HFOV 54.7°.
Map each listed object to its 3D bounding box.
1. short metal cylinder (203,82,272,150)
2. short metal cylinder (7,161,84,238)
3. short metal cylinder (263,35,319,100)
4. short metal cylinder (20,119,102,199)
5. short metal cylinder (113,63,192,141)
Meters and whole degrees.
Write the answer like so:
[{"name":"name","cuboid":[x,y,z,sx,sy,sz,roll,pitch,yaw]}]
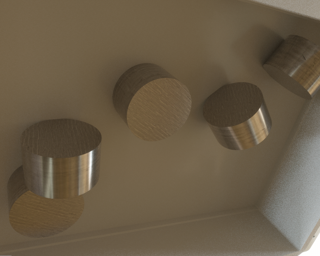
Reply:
[{"name":"short metal cylinder","cuboid":[0.106,-0.017,0.423,0.080,0.080,0.050,-38,130,-3]},{"name":"short metal cylinder","cuboid":[-0.137,0.083,0.370,0.081,0.050,0.079,-14,125,-21]},{"name":"short metal cylinder","cuboid":[0.193,-0.083,0.429,0.080,0.080,0.050,32,100,-39]},{"name":"short metal cylinder","cuboid":[-0.105,0.031,0.335,0.081,0.080,0.050,-6,121,-26]},{"name":"short metal cylinder","cuboid":[-0.010,-0.031,0.369,0.081,0.050,0.079,-14,125,-21]}]
